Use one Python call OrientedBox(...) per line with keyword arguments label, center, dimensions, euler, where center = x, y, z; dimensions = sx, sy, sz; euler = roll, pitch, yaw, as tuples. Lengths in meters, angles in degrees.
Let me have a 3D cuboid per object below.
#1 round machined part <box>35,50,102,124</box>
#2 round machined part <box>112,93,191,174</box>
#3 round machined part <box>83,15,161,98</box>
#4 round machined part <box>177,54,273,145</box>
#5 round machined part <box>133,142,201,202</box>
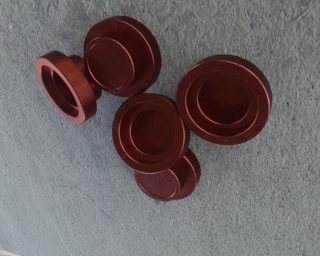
OrientedBox(label="round machined part", center=(-0.115, -0.057, 0.407), dimensions=(0.098, 0.042, 0.097), euler=(33, 146, 27))
OrientedBox(label="round machined part", center=(-0.008, 0.005, 0.389), dimensions=(0.098, 0.042, 0.097), euler=(3, 96, 25))
OrientedBox(label="round machined part", center=(-0.051, -0.081, 0.372), dimensions=(0.098, 0.042, 0.097), euler=(13, 124, 20))
OrientedBox(label="round machined part", center=(0.071, -0.033, 0.338), dimensions=(0.098, 0.042, 0.097), euler=(13, 124, 20))
OrientedBox(label="round machined part", center=(0.004, 0.063, 0.432), dimensions=(0.098, 0.042, 0.097), euler=(13, 124, 20))
